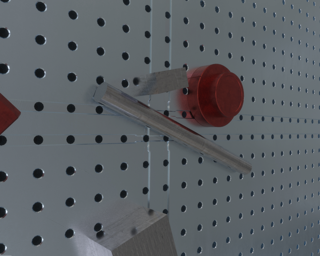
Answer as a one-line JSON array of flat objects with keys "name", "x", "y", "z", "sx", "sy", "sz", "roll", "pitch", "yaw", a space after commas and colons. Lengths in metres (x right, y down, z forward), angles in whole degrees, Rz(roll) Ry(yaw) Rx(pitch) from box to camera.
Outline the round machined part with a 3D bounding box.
[{"name": "round machined part", "x": 0.092, "y": -0.050, "z": 0.476, "sx": 0.099, "sy": 0.042, "sz": 0.097, "roll": 0, "pitch": 90, "yaw": -40}]

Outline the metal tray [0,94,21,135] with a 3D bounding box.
[{"name": "metal tray", "x": -0.171, "y": 0.025, "z": 0.223, "sx": 0.030, "sy": 0.090, "sz": 0.130, "roll": 52, "pitch": 60, "yaw": -28}]

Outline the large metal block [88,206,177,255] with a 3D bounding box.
[{"name": "large metal block", "x": -0.028, "y": 0.153, "z": 0.371, "sx": 0.081, "sy": 0.050, "sz": 0.080, "roll": -22, "pitch": 104, "yaw": -38}]

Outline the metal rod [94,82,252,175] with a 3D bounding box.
[{"name": "metal rod", "x": 0.040, "y": 0.014, "z": 0.442, "sx": 0.301, "sy": 0.025, "sz": 0.025, "roll": 27, "pitch": 73, "yaw": -37}]

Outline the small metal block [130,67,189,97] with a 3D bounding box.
[{"name": "small metal block", "x": -0.001, "y": -0.058, "z": 0.393, "sx": 0.050, "sy": 0.050, "sz": 0.025, "roll": -18, "pitch": 102, "yaw": -39}]
